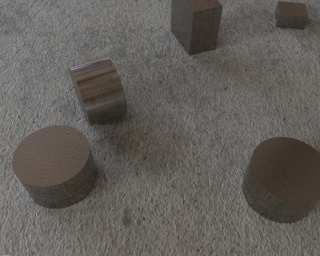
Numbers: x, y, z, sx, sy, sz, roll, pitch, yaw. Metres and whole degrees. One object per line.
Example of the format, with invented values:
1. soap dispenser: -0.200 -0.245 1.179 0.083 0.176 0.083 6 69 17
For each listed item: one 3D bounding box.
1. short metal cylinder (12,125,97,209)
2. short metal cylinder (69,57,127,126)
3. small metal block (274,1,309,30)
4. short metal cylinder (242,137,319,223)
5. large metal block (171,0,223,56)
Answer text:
1. short metal cylinder: -0.116 0.043 0.350 0.081 0.050 0.080 0 50 0
2. short metal cylinder: -0.081 -0.048 0.407 0.050 0.080 0.080 -20 53 -16
3. small metal block: 0.247 -0.213 0.584 0.050 0.025 0.050 8 50 6
4. short metal cylinder: 0.136 0.056 0.340 0.081 0.050 0.080 0 50 0
5. large metal block: 0.058 -0.183 0.521 0.050 0.080 0.080 -17 52 -14
